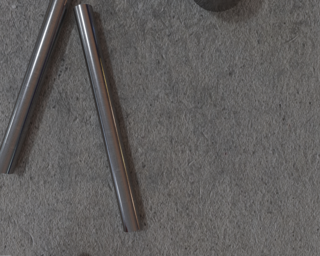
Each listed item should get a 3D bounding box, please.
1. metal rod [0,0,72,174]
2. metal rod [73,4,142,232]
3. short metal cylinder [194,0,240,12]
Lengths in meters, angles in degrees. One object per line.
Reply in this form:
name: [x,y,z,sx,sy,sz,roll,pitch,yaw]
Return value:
metal rod: [-0.158,-0.085,0.407,0.025,0.025,0.298,19,90,-1]
metal rod: [-0.069,-0.013,0.409,0.025,0.025,0.298,-13,90,0]
short metal cylinder: [0.078,-0.198,0.398,0.081,0.050,0.079,0,90,-1]
